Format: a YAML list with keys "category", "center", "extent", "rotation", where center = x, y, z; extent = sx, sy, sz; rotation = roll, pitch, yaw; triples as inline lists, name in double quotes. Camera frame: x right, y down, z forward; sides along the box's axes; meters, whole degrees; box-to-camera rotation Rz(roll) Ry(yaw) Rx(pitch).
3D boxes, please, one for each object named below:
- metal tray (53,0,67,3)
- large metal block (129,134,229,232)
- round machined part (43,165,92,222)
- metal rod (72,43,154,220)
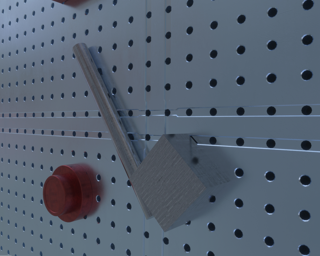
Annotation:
- category: "metal tray"
  center: [-0.164, -0.297, 0.537]
  extent: [0.090, 0.030, 0.129]
  rotation: [-6, 87, 39]
- category: "large metal block"
  center: [0.020, 0.063, 0.375]
  extent: [0.080, 0.050, 0.080]
  rotation: [51, 120, 27]
- category: "round machined part"
  center: [-0.164, 0.113, 0.530]
  extent: [0.098, 0.042, 0.097]
  rotation: [0, 90, 39]
- category: "metal rod"
  center: [-0.070, -0.008, 0.464]
  extent: [0.025, 0.025, 0.299]
  rotation: [-41, 66, 32]
